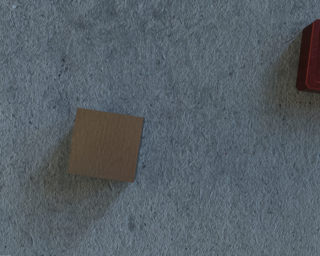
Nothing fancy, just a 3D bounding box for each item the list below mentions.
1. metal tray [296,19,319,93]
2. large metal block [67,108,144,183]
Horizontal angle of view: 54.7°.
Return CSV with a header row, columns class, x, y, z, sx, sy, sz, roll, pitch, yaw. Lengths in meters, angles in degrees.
class,x,y,z,sx,sy,sz,roll,pitch,yaw
metal tray,0.256,-0.088,0.410,0.131,0.030,0.089,7,90,-1
large metal block,-0.066,0.020,0.397,0.081,0.050,0.080,9,90,-1
